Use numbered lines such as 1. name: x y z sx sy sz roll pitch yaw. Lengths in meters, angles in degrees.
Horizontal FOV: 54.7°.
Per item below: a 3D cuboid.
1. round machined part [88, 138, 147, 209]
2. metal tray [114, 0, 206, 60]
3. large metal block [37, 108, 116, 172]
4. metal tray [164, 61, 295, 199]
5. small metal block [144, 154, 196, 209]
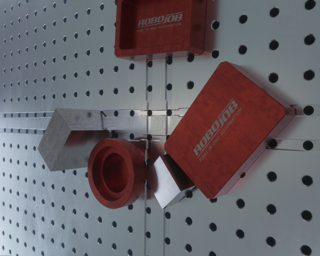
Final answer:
1. round machined part: -0.057 0.063 0.445 0.098 0.042 0.097 0 90 40
2. metal tray: -0.004 -0.140 0.408 0.130 0.030 0.089 6 94 39
3. large metal block: -0.129 0.017 0.480 0.050 0.081 0.080 48 118 29
4. metal tray: 0.071 0.004 0.348 0.090 0.030 0.129 48 118 29
5. small metal block: 0.011 0.066 0.392 0.050 0.025 0.050 59 138 23
